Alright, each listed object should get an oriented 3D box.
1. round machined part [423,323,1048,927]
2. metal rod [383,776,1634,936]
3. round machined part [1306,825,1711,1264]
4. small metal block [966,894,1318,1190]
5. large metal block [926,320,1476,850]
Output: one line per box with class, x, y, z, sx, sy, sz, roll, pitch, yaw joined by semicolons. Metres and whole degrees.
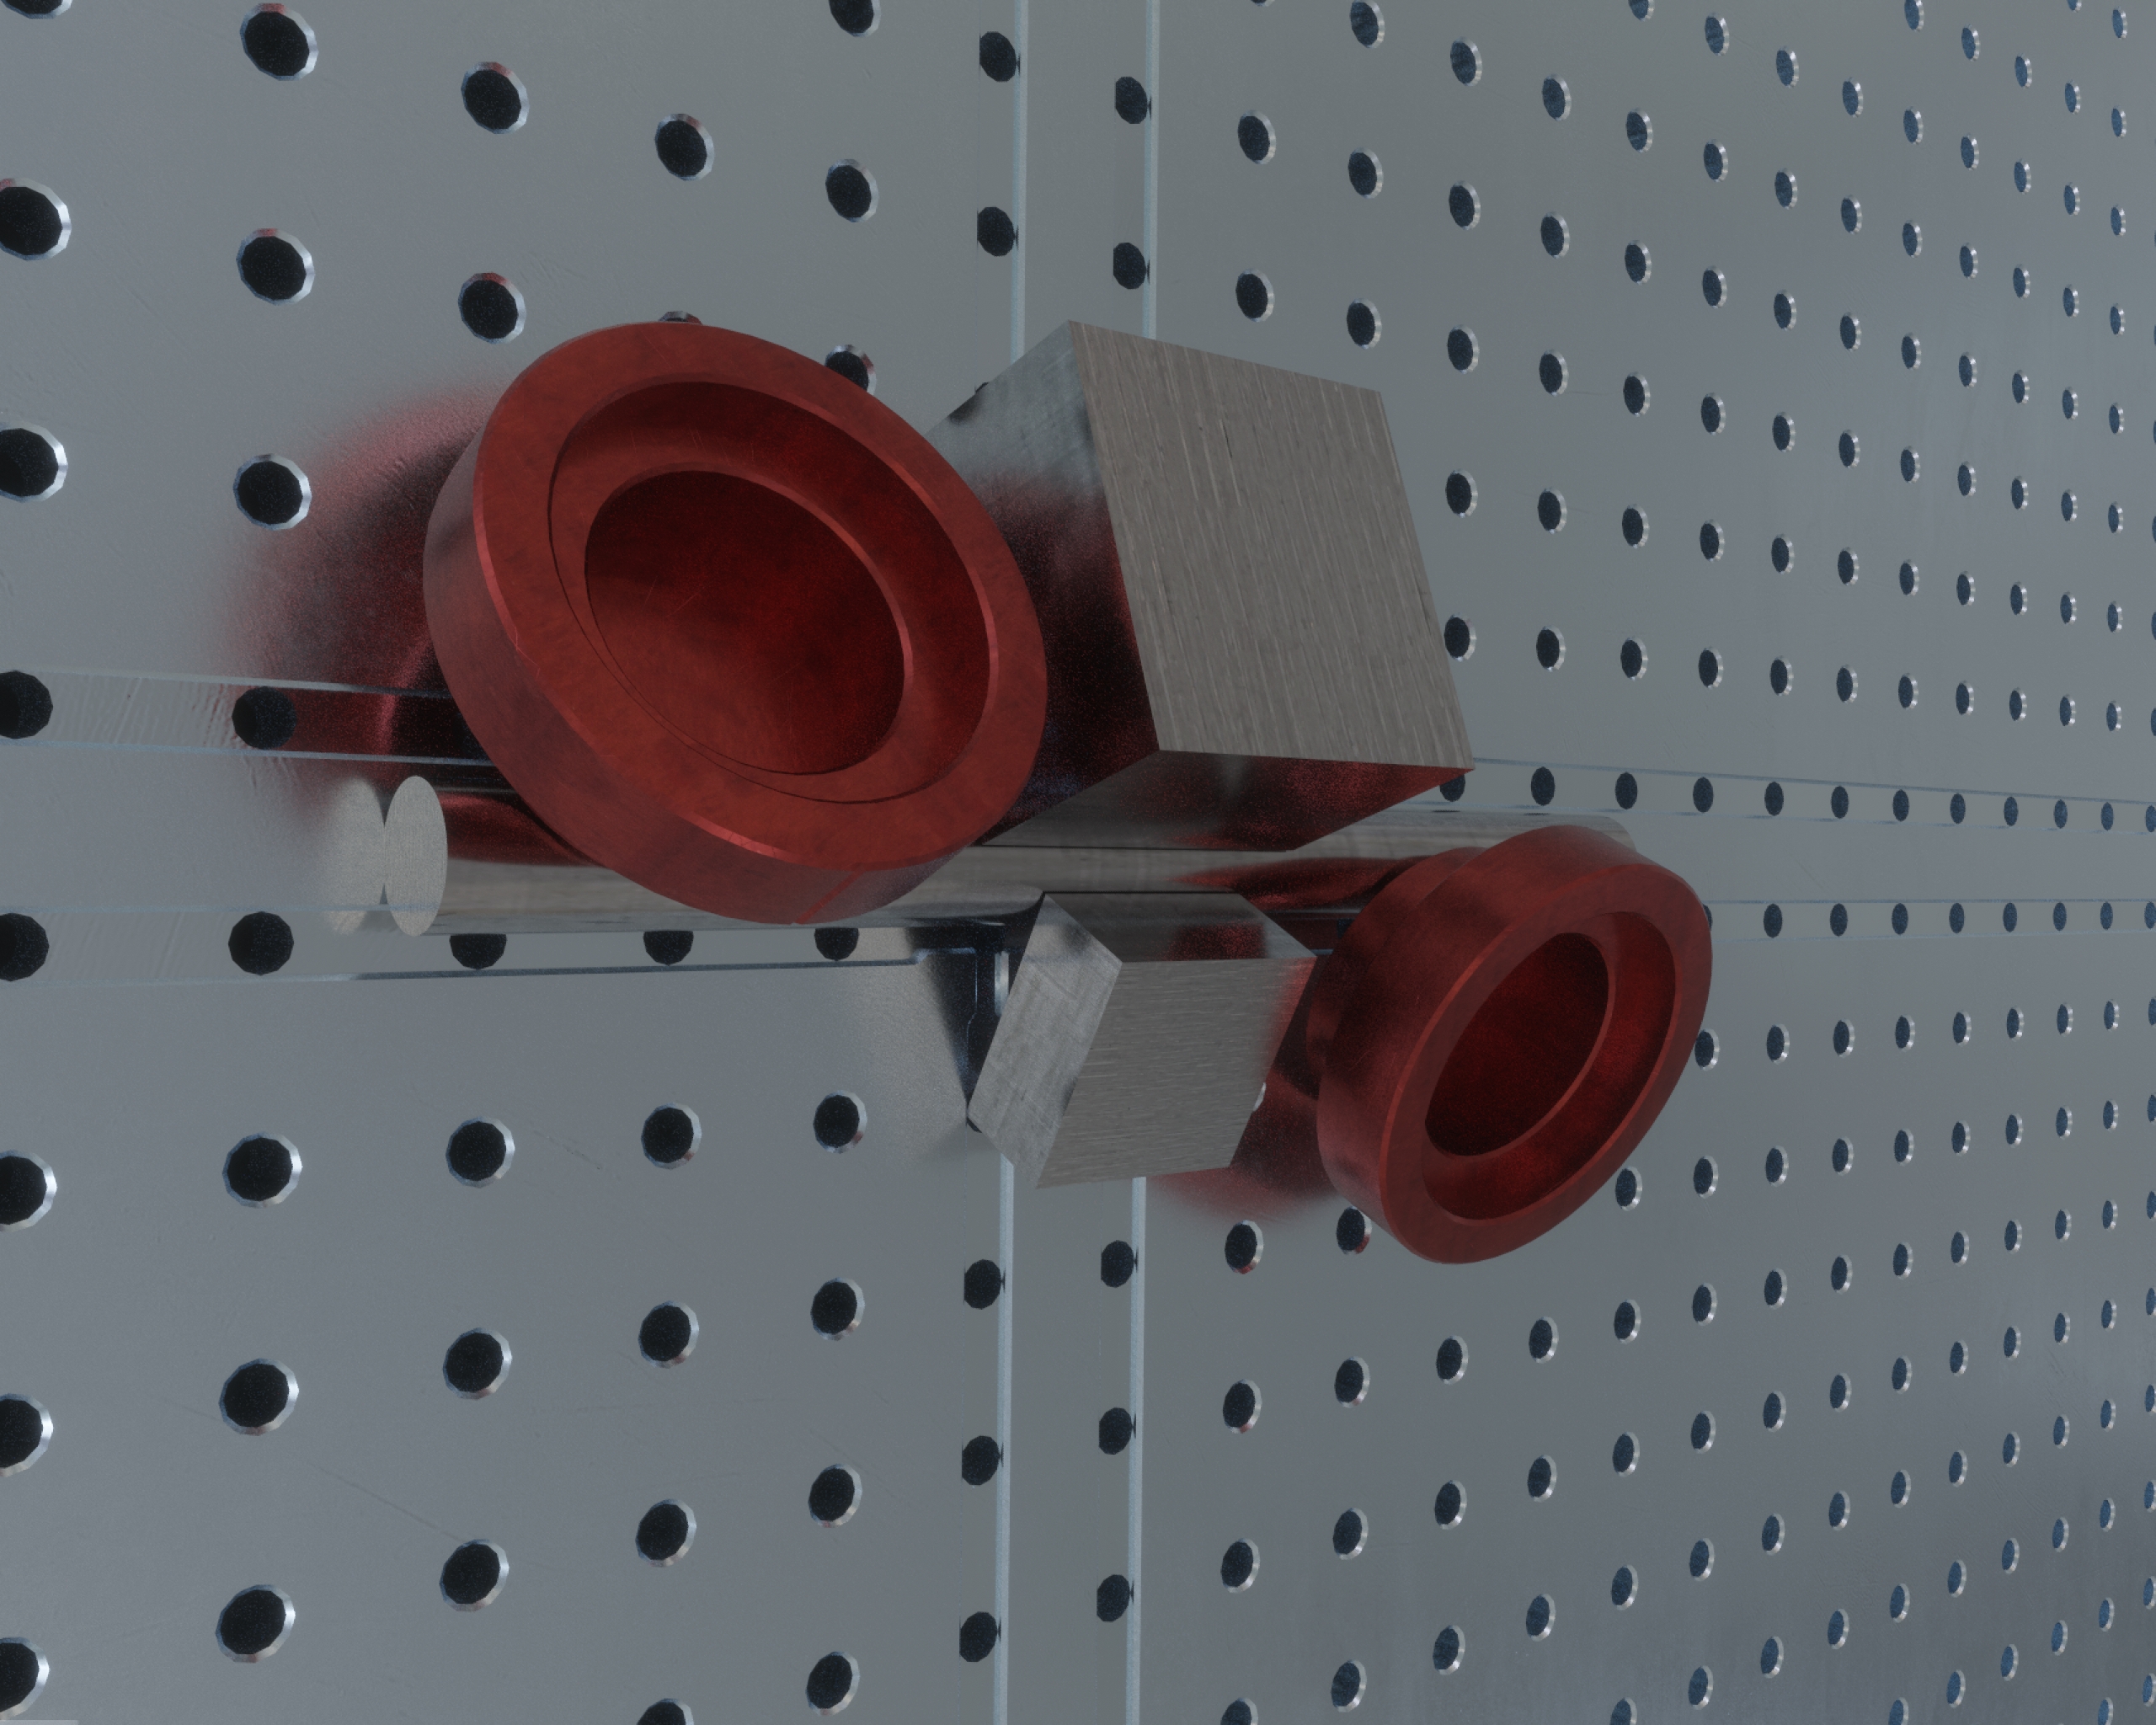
round machined part;-0.057;-0.034;0.334;0.099;0.042;0.098;21;52;-29
metal rod;0.013;0.000;0.421;0.302;0.025;0.025;0;90;-40
round machined part;0.089;0.036;0.457;0.099;0.042;0.097;-21;127;-29
small metal block;0.012;0.034;0.407;0.050;0.025;0.050;1;118;-40
large metal block;0.021;-0.048;0.396;0.081;0.050;0.080;1;71;-40
